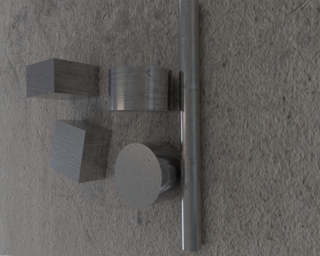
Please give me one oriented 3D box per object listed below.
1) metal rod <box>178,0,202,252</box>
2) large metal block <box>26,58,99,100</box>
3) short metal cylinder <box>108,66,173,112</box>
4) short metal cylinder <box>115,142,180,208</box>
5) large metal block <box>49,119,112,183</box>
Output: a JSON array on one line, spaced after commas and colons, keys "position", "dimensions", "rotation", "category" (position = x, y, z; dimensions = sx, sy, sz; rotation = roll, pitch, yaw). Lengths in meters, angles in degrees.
[{"position": [0.037, -0.005, 0.374], "dimensions": [0.025, 0.025, 0.298], "rotation": [-1, 89, 40], "category": "metal rod"}, {"position": [-0.156, -0.075, 0.498], "dimensions": [0.080, 0.081, 0.050], "rotation": [-2, 89, 40], "category": "large metal block"}, {"position": [-0.024, -0.046, 0.389], "dimensions": [0.080, 0.081, 0.050], "rotation": [1, 91, 40], "category": "short metal cylinder"}, {"position": [-0.013, 0.058, 0.399], "dimensions": [0.080, 0.050, 0.080], "rotation": [0, 90, 40], "category": "short metal cylinder"}, {"position": [-0.127, 0.034, 0.494], "dimensions": [0.080, 0.050, 0.079], "rotation": [16, 100, 38], "category": "large metal block"}]
